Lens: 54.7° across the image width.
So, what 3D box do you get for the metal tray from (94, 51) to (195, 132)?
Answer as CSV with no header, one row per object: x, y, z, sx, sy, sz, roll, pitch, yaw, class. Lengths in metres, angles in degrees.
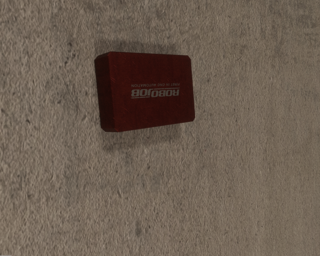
-0.014,-0.047,0.392,0.131,0.030,0.089,-9,96,-40,metal tray
